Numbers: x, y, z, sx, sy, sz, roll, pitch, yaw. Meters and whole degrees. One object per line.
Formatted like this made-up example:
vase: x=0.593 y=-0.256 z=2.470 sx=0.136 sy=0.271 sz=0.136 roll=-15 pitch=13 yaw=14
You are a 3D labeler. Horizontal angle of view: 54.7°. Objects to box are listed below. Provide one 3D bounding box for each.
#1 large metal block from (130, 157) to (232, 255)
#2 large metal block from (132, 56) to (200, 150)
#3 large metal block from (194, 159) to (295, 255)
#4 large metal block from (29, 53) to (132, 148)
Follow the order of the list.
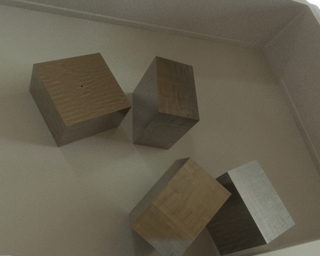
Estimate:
large metal block: x=0.015 y=0.077 z=0.313 sx=0.050 sy=0.080 sz=0.080 roll=42 pitch=80 yaw=0
large metal block: x=0.003 y=-0.029 z=0.389 sx=0.050 sy=0.080 sz=0.080 roll=11 pitch=57 yaw=-23
large metal block: x=0.092 y=0.094 z=0.362 sx=0.050 sy=0.080 sz=0.080 roll=-15 pitch=70 yaw=-34
large metal block: x=-0.093 y=-0.035 z=0.360 sx=0.081 sy=0.050 sz=0.080 roll=-21 pitch=73 yaw=-36
